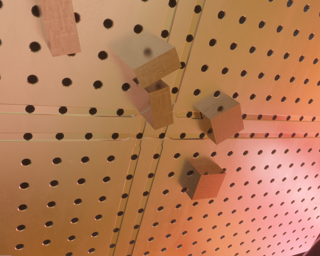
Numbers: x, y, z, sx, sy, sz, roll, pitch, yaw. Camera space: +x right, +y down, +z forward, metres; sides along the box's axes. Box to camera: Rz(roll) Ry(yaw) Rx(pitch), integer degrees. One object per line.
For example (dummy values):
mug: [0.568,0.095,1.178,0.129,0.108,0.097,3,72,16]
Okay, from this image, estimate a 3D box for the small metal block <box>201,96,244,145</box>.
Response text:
small metal block: [0.093,-0.011,0.458,0.050,0.025,0.050,-29,129,-10]

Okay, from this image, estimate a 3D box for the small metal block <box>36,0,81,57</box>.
small metal block: [-0.095,-0.099,0.283,0.025,0.050,0.050,-16,125,-20]

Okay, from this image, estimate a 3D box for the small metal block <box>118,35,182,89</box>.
small metal block: [-0.012,-0.074,0.344,0.050,0.050,0.025,-31,129,-9]

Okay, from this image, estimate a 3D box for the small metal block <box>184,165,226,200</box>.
small metal block: [0.074,0.089,0.509,0.050,0.025,0.050,1,118,-29]

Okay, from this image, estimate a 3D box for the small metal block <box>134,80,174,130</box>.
small metal block: [-0.008,-0.033,0.371,0.025,0.050,0.050,-21,127,-17]
